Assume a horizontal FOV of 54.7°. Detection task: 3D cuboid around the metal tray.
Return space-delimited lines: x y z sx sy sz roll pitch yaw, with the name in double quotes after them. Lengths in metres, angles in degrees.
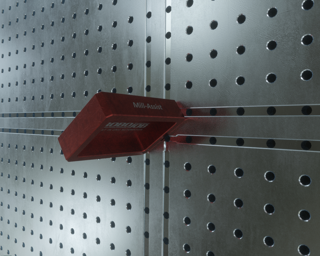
-0.042 0.001 0.373 0.090 0.131 0.030 -42 65 32 "metal tray"
